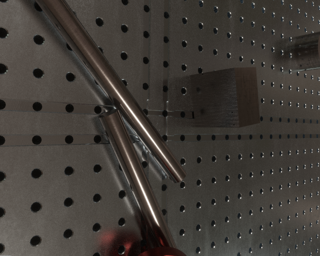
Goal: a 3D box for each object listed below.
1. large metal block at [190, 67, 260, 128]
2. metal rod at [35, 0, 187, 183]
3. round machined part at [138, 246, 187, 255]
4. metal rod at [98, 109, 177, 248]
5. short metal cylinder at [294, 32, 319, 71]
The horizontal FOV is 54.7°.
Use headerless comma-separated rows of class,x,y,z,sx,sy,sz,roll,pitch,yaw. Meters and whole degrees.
large metal block,0.095,-0.044,0.455,0.050,0.080,0.079,-10,97,-40
metal rod,-0.051,-0.043,0.367,0.025,0.025,0.299,-50,120,-28
round machined part,-0.004,0.191,0.383,0.099,0.042,0.097,-4,101,-19
metal rod,-0.008,0.116,0.404,0.025,0.025,0.298,-34,111,-35
short metal cylinder,0.340,-0.169,0.682,0.081,0.050,0.079,0,90,-40
